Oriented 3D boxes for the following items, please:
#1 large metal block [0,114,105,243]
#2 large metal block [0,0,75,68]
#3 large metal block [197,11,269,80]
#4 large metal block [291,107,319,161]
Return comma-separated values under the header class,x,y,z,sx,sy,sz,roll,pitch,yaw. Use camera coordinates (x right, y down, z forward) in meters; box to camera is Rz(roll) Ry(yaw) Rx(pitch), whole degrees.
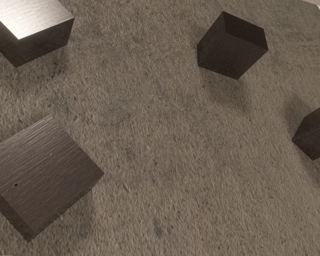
class,x,y,z,sx,sy,sz,roll,pitch,yaw
large metal block,-0.116,0.047,0.297,0.080,0.050,0.080,47,51,4
large metal block,-0.167,-0.133,0.379,0.080,0.050,0.080,45,51,3
large metal block,0.118,-0.134,0.516,0.081,0.080,0.050,15,56,-21
large metal block,0.283,-0.001,0.525,0.050,0.080,0.080,45,51,3
